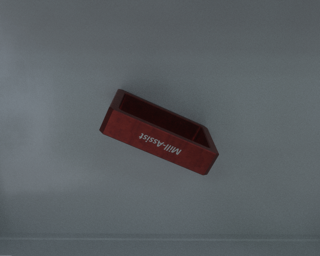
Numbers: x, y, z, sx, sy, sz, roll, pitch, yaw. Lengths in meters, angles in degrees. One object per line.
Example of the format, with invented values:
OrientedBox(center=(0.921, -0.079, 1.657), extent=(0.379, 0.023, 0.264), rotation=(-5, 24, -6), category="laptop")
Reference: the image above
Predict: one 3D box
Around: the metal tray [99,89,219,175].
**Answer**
OrientedBox(center=(0.000, 0.002, 0.374), extent=(0.131, 0.090, 0.030), rotation=(23, 108, -9), category="metal tray")
